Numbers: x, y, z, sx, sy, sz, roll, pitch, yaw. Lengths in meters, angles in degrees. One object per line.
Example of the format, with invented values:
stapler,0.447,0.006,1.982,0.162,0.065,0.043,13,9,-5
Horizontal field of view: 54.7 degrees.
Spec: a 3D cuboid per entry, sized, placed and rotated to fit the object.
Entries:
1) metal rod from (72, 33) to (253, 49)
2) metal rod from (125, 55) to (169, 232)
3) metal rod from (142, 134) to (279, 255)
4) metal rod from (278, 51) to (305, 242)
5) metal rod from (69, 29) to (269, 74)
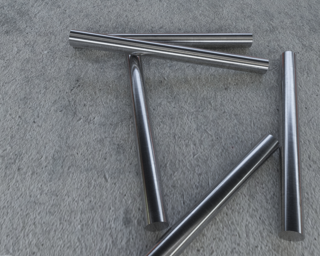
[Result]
metal rod,0.004,-0.149,0.527,0.302,0.025,0.025,-1,50,-1
metal rod,-0.024,-0.012,0.413,0.025,0.025,0.300,-6,50,-5
metal rod,0.032,0.099,0.319,0.025,0.025,0.302,37,59,27
metal rod,0.169,-0.002,0.405,0.025,0.025,0.300,11,51,9
metal rod,0.016,-0.116,0.476,0.302,0.025,0.025,8,50,-4
